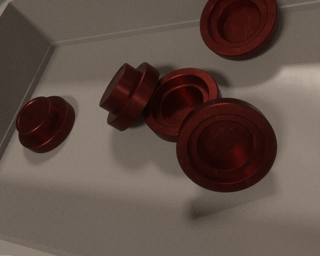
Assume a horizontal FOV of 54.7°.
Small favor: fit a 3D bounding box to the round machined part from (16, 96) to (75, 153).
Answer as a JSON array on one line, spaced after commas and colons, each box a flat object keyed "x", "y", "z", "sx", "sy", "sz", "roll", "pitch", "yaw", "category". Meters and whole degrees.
[{"x": -0.191, "y": -0.012, "z": 0.500, "sx": 0.098, "sy": 0.042, "sz": 0.098, "roll": -13, "pitch": 56, "yaw": 20, "category": "round machined part"}]

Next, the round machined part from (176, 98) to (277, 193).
[{"x": 0.067, "y": 0.015, "z": 0.326, "sx": 0.098, "sy": 0.098, "sz": 0.042, "roll": -23, "pitch": 16, "yaw": 14, "category": "round machined part"}]

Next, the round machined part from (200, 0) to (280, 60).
[{"x": 0.106, "y": -0.137, "z": 0.407, "sx": 0.098, "sy": 0.042, "sz": 0.097, "roll": -2, "pitch": 85, "yaw": 30, "category": "round machined part"}]

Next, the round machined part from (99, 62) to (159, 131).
[{"x": -0.046, "y": -0.048, "z": 0.416, "sx": 0.098, "sy": 0.042, "sz": 0.098, "roll": -49, "pitch": 22, "yaw": 27, "category": "round machined part"}]

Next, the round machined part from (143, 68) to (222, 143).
[{"x": 0.031, "y": -0.025, "z": 0.393, "sx": 0.098, "sy": 0.042, "sz": 0.098, "roll": -13, "pitch": 56, "yaw": 20, "category": "round machined part"}]
